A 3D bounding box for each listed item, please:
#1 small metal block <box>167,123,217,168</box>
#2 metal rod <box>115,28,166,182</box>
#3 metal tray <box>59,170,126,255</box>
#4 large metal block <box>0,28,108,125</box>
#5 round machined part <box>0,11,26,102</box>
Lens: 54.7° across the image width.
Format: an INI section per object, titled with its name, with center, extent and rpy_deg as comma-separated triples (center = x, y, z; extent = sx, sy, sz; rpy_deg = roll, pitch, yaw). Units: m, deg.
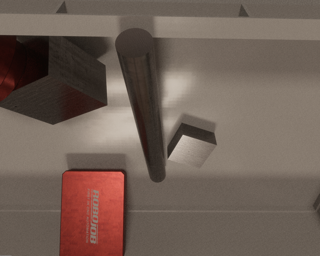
[small metal block]
center = 0.043, 0.025, 0.431
extent = 0.050, 0.025, 0.050
rpy_deg = 17, 128, -15
[metal rod]
center = -0.010, 0.008, 0.337
extent = 0.025, 0.025, 0.299
rpy_deg = -3, 155, 2
[metal tray]
center = -0.097, 0.128, 0.459
extent = 0.091, 0.030, 0.129
rpy_deg = 1, 86, -1
[large metal block]
center = -0.113, -0.047, 0.322
extent = 0.080, 0.050, 0.080
rpy_deg = -17, 157, 25
[round machined part]
center = -0.163, -0.060, 0.282
extent = 0.098, 0.098, 0.042
rpy_deg = -27, 153, 20
